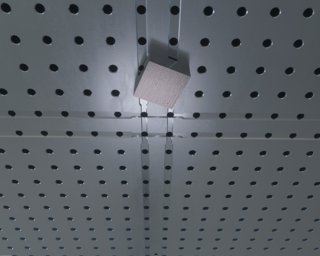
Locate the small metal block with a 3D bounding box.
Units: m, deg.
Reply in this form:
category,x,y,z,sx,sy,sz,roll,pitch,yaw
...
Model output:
category,x,y,z,sx,sy,sz,roll,pitch,yaw
small metal block,0.002,-0.055,0.364,0.050,0.025,0.050,18,128,-15
